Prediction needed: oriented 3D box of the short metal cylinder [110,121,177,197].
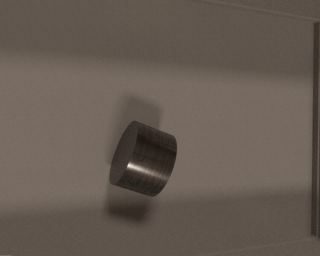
[{"bbox_3d":[-0.022,0.037,0.374,0.050,0.080,0.080,22,83,-19],"label":"short metal cylinder"}]
